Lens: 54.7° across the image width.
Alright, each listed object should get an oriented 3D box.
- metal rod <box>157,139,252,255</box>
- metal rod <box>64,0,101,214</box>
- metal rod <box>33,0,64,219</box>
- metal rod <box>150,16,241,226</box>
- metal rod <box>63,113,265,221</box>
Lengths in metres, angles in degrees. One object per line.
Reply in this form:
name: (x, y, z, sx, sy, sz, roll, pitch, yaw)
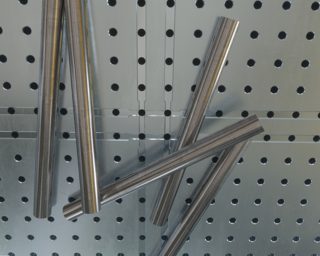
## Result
metal rod: (0.046, 0.135, 0.464, 0.025, 0.025, 0.298, 25, 108, -10)
metal rod: (-0.095, -0.035, 0.382, 0.025, 0.025, 0.298, -1, 104, 0)
metal rod: (-0.148, -0.012, 0.406, 0.025, 0.025, 0.298, 9, 110, -4)
metal rod: (0.040, 0.005, 0.415, 0.025, 0.025, 0.298, 16, 109, -6)
metal rod: (-0.008, 0.059, 0.413, 0.300, 0.025, 0.025, -28, 108, 17)
